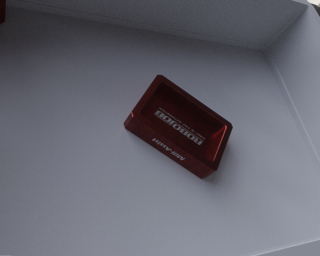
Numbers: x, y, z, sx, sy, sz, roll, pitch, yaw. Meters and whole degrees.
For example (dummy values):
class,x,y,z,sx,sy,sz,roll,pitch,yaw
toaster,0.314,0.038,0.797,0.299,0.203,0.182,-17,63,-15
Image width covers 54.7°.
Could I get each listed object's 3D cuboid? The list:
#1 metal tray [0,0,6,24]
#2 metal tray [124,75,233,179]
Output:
class,x,y,z,sx,sy,sz,roll,pitch,yaw
metal tray,-0.214,-0.171,0.327,0.091,0.129,0.030,-6,65,-31
metal tray,0.028,-0.003,0.419,0.130,0.030,0.090,34,51,-6
